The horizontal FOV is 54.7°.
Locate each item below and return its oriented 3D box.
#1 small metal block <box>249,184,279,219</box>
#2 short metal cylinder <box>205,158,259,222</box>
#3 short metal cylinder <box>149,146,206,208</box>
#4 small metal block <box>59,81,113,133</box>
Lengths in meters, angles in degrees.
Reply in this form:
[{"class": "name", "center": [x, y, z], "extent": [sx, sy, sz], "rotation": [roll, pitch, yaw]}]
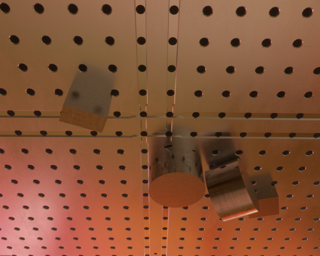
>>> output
[{"class": "small metal block", "center": [0.170, 0.124, 0.519], "extent": [0.050, 0.025, 0.050], "rotation": [-12, 129, 9]}, {"class": "short metal cylinder", "center": [0.106, 0.090, 0.453], "extent": [0.050, 0.080, 0.080], "rotation": [-23, 127, 18]}, {"class": "short metal cylinder", "center": [0.024, 0.073, 0.458], "extent": [0.081, 0.050, 0.079], "rotation": [0, 130, 0]}, {"class": "small metal block", "center": [-0.087, -0.026, 0.372], "extent": [0.050, 0.050, 0.025], "rotation": [17, 128, -14]}]
